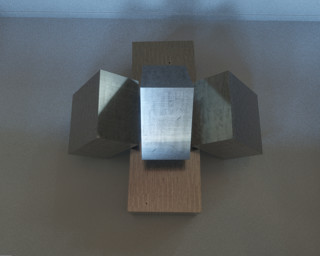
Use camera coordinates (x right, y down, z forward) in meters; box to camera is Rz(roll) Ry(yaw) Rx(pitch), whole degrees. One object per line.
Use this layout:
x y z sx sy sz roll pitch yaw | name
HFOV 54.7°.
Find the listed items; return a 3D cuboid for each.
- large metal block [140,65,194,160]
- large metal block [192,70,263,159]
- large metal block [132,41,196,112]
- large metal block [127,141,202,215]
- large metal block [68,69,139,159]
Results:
0.006 -0.020 0.344 0.050 0.079 0.080 0 26 -1 | large metal block
0.081 -0.011 0.376 0.050 0.080 0.080 -14 66 36 | large metal block
0.005 -0.068 0.417 0.081 0.050 0.080 -1 70 -1 | large metal block
0.006 0.062 0.372 0.080 0.050 0.080 1 70 0 | large metal block
-0.069 -0.012 0.375 0.050 0.080 0.080 13 66 -35 | large metal block
